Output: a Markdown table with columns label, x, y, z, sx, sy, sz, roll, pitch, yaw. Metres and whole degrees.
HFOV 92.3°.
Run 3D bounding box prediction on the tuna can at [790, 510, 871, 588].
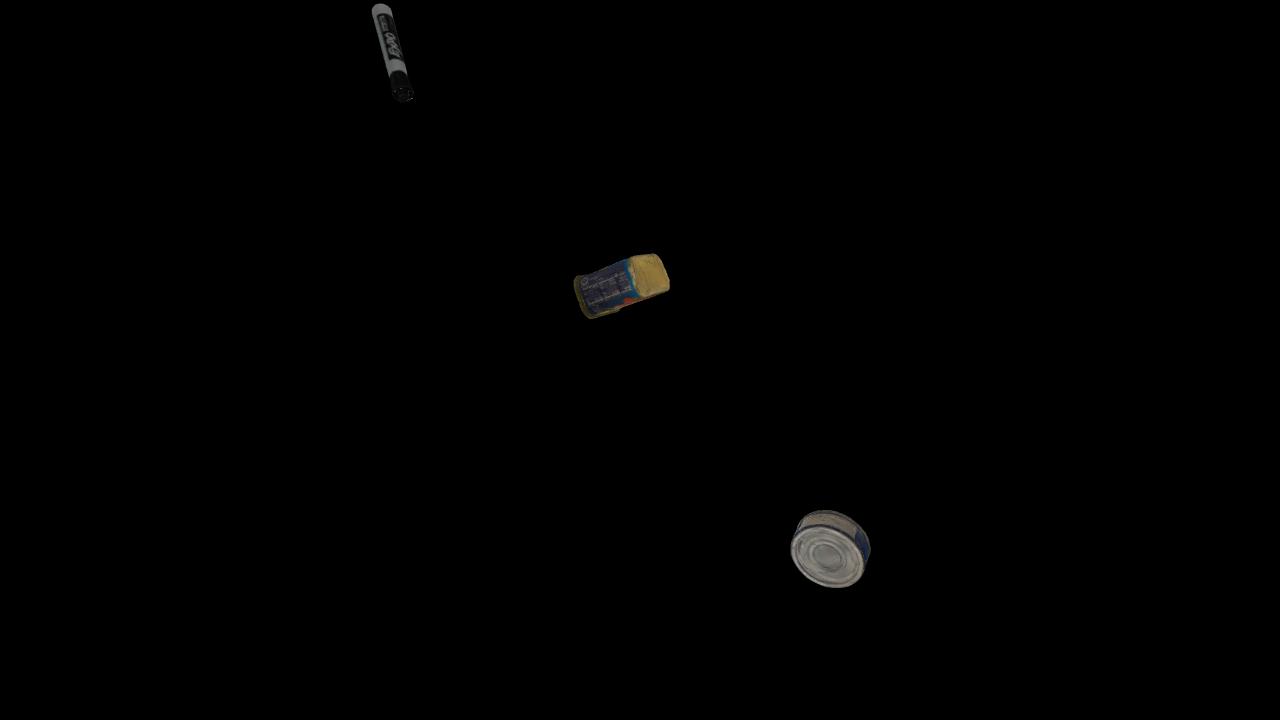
| label | x | y | z | sx | sy | sz | roll | pitch | yaw |
| --- | --- | --- | --- | --- | --- | --- | --- | --- | --- |
| tuna can | 0.216 | 0.216 | 0.701 | 0.084 | 0.084 | 0.034 | 0 | 20 | 29 |

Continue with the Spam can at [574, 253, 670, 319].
| label | x | y | z | sx | sy | sz | roll | pitch | yaw |
| --- | --- | --- | --- | --- | --- | --- | --- | --- | --- |
| Spam can | -0.021 | -0.096 | 0.783 | 0.085 | 0.058 | 0.101 | -18 | 4 | 28 |

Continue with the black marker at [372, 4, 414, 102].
| label | x | y | z | sx | sy | sz | roll | pitch | yaw |
| --- | --- | --- | --- | --- | --- | --- | --- | --- | --- |
| black marker | -0.235 | -0.290 | 0.582 | 0.020 | 0.121 | 0.020 | -18 | -22 | -7 |
